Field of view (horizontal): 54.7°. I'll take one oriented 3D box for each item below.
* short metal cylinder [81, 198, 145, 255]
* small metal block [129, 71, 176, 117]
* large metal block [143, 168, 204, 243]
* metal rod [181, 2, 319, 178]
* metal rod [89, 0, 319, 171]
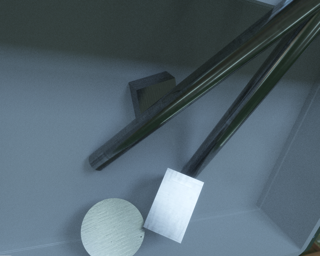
[{"bbox_3d":[-0.064,0.140,0.417,0.081,0.080,0.050,-18,160,-18],"label":"short metal cylinder"},{"bbox_3d":[-0.007,-0.037,0.384,0.050,0.025,0.050,-20,126,-17],"label":"small metal block"},{"bbox_3d":[0.020,0.107,0.429,0.080,0.050,0.080,80,32,-74],"label":"large metal block"},{"bbox_3d":[0.092,-0.015,0.372,0.025,0.025,0.298,-5,146,-27],"label":"metal rod"},{"bbox_3d":[0.023,-0.033,0.319,0.025,0.025,0.299,26,130,-38],"label":"metal rod"}]
